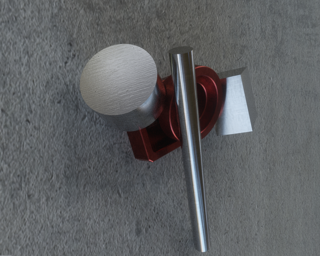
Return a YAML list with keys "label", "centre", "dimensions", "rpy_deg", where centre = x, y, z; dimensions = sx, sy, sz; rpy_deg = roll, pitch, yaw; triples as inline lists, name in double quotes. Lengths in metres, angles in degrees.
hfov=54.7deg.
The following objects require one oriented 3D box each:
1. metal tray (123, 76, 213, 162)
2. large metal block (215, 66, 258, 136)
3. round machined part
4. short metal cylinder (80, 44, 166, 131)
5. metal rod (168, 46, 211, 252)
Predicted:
- label: "metal tray"
  centre: [0.013, -0.021, 0.416]
  dimensions: [0.131, 0.030, 0.089]
  rpy_deg: [-26, 107, -37]
- label: "large metal block"
  centre: [0.109, -0.042, 0.462]
  dimensions: [0.080, 0.050, 0.080]
  rpy_deg: [-41, 118, -61]
- label: "round machined part"
  centre: [0.033, -0.032, 0.393]
  dimensions: [0.099, 0.042, 0.097]
  rpy_deg: [-19, 118, -39]
- label: "short metal cylinder"
  centre: [-0.037, -0.042, 0.332]
  dimensions: [0.050, 0.080, 0.080]
  rpy_deg: [60, 46, -68]
- label: "metal rod"
  centre: [0.042, 0.048, 0.387]
  dimensions: [0.025, 0.025, 0.298]
  rpy_deg: [-34, 128, -35]
